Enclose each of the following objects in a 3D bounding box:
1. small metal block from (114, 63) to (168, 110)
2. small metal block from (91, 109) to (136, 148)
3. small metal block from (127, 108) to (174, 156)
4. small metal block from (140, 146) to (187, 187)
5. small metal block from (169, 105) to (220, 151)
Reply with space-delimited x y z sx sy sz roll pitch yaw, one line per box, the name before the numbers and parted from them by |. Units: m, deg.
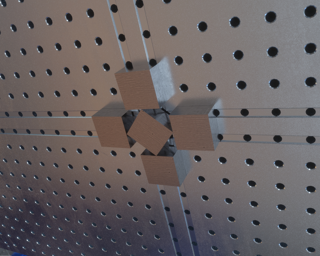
small metal block | -0.023 -0.051 0.390 0.050 0.025 0.050 -1 118 28
small metal block | -0.063 0.000 0.443 0.050 0.025 0.050 1 119 27
small metal block | -0.009 0.001 0.415 0.050 0.025 0.050 36 129 3
small metal block | 0.006 0.054 0.440 0.050 0.025 0.050 0 119 27
small metal block | 0.044 0.000 0.387 0.050 0.025 0.050 0 119 28
